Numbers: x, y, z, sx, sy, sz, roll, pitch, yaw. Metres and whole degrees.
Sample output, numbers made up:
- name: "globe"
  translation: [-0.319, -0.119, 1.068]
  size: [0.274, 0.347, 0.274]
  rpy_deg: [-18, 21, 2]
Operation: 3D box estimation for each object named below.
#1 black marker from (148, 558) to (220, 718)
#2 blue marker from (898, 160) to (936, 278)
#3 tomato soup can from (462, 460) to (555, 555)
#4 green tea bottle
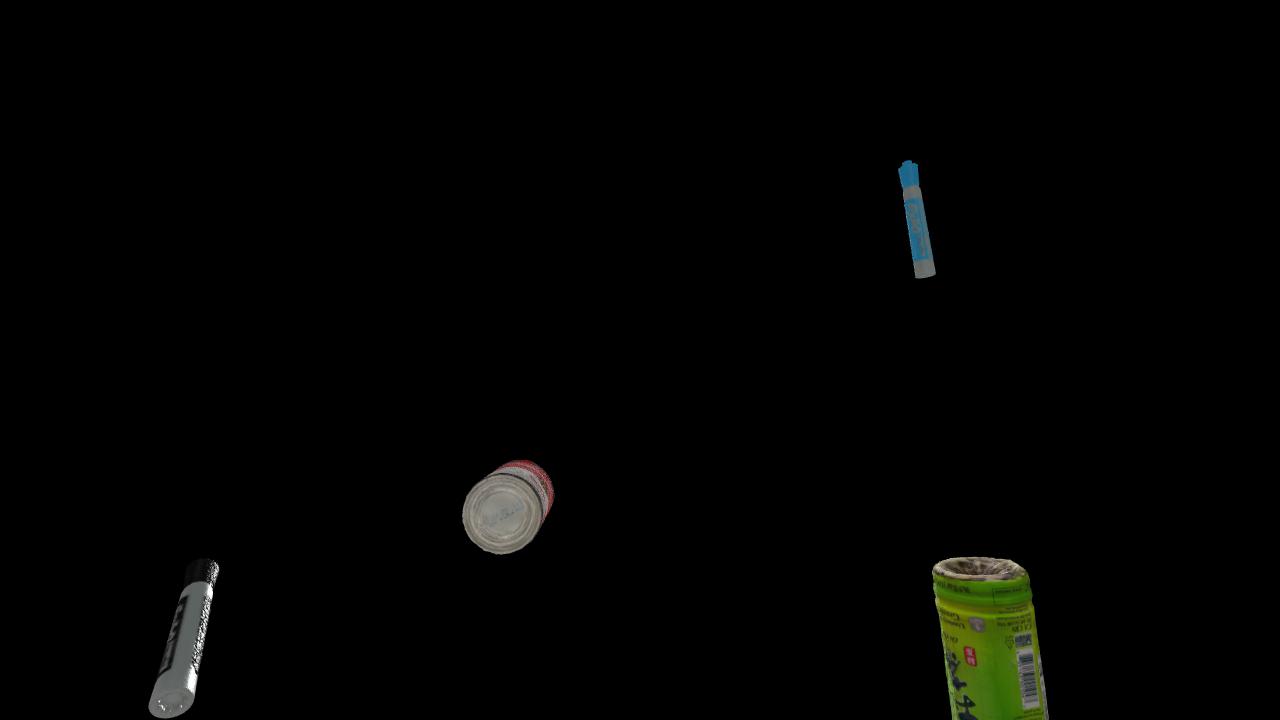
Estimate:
- name: "black marker"
  translation: [-0.266, 0.156, 0.363]
  size: [0.020, 0.020, 0.121]
  rpy_deg: [0, 18, -28]
- name: "blue marker"
  translation: [0.279, -0.143, 0.622]
  size: [0.020, 0.121, 0.020]
  rpy_deg: [-6, -7, -1]
- name: "tomato soup can"
  translation: [-0.115, 0.128, 0.550]
  size: [0.068, 0.068, 0.101]
  rpy_deg: [0, -3, -2]
- name: "green tea bottle"
  translation: [0.280, 0.269, 0.483]
  size: [0.073, 0.212, 0.073]
  rpy_deg: [-5, -7, -1]
